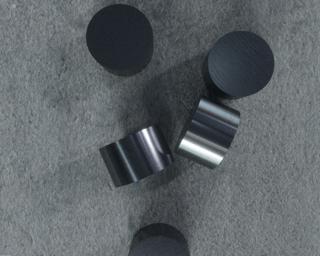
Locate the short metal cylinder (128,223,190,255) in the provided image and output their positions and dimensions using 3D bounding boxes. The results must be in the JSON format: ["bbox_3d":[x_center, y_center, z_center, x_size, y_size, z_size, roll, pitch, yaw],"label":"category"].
[{"bbox_3d":[-0.001,0.170,0.398,0.081,0.050,0.079,0,90,-1],"label":"short metal cylinder"}]

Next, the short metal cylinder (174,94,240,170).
[{"bbox_3d":[0.057,0.005,0.383,0.050,0.080,0.080,25,90,0],"label":"short metal cylinder"}]

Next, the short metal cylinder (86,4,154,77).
[{"bbox_3d":[-0.049,-0.110,0.397,0.081,0.050,0.079,0,90,-1],"label":"short metal cylinder"}]

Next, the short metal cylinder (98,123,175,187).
[{"bbox_3d":[-0.028,0.033,0.382,0.080,0.080,0.050,-23,90,0],"label":"short metal cylinder"}]

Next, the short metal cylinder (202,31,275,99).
[{"bbox_3d":[0.098,-0.078,0.399,0.081,0.050,0.079,0,90,-1],"label":"short metal cylinder"}]
